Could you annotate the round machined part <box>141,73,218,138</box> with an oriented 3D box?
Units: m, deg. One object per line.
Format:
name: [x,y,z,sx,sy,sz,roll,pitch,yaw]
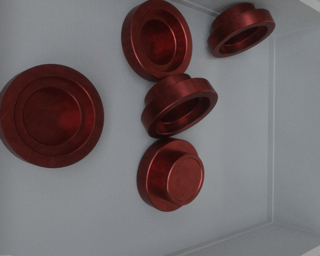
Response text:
round machined part: [0.020,-0.031,0.390,0.099,0.097,0.042,-10,61,-40]

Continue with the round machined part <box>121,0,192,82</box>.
round machined part: [-0.008,-0.106,0.390,0.099,0.042,0.097,0,90,-40]

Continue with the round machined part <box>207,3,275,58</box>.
round machined part: [0.117,-0.149,0.464,0.099,0.098,0.042,-11,77,-40]

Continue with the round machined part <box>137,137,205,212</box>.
round machined part: [0.021,0.063,0.408,0.099,0.042,0.097,-8,102,-41]

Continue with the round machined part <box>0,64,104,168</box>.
round machined part: [-0.109,-0.011,0.305,0.099,0.042,0.097,0,90,-40]
